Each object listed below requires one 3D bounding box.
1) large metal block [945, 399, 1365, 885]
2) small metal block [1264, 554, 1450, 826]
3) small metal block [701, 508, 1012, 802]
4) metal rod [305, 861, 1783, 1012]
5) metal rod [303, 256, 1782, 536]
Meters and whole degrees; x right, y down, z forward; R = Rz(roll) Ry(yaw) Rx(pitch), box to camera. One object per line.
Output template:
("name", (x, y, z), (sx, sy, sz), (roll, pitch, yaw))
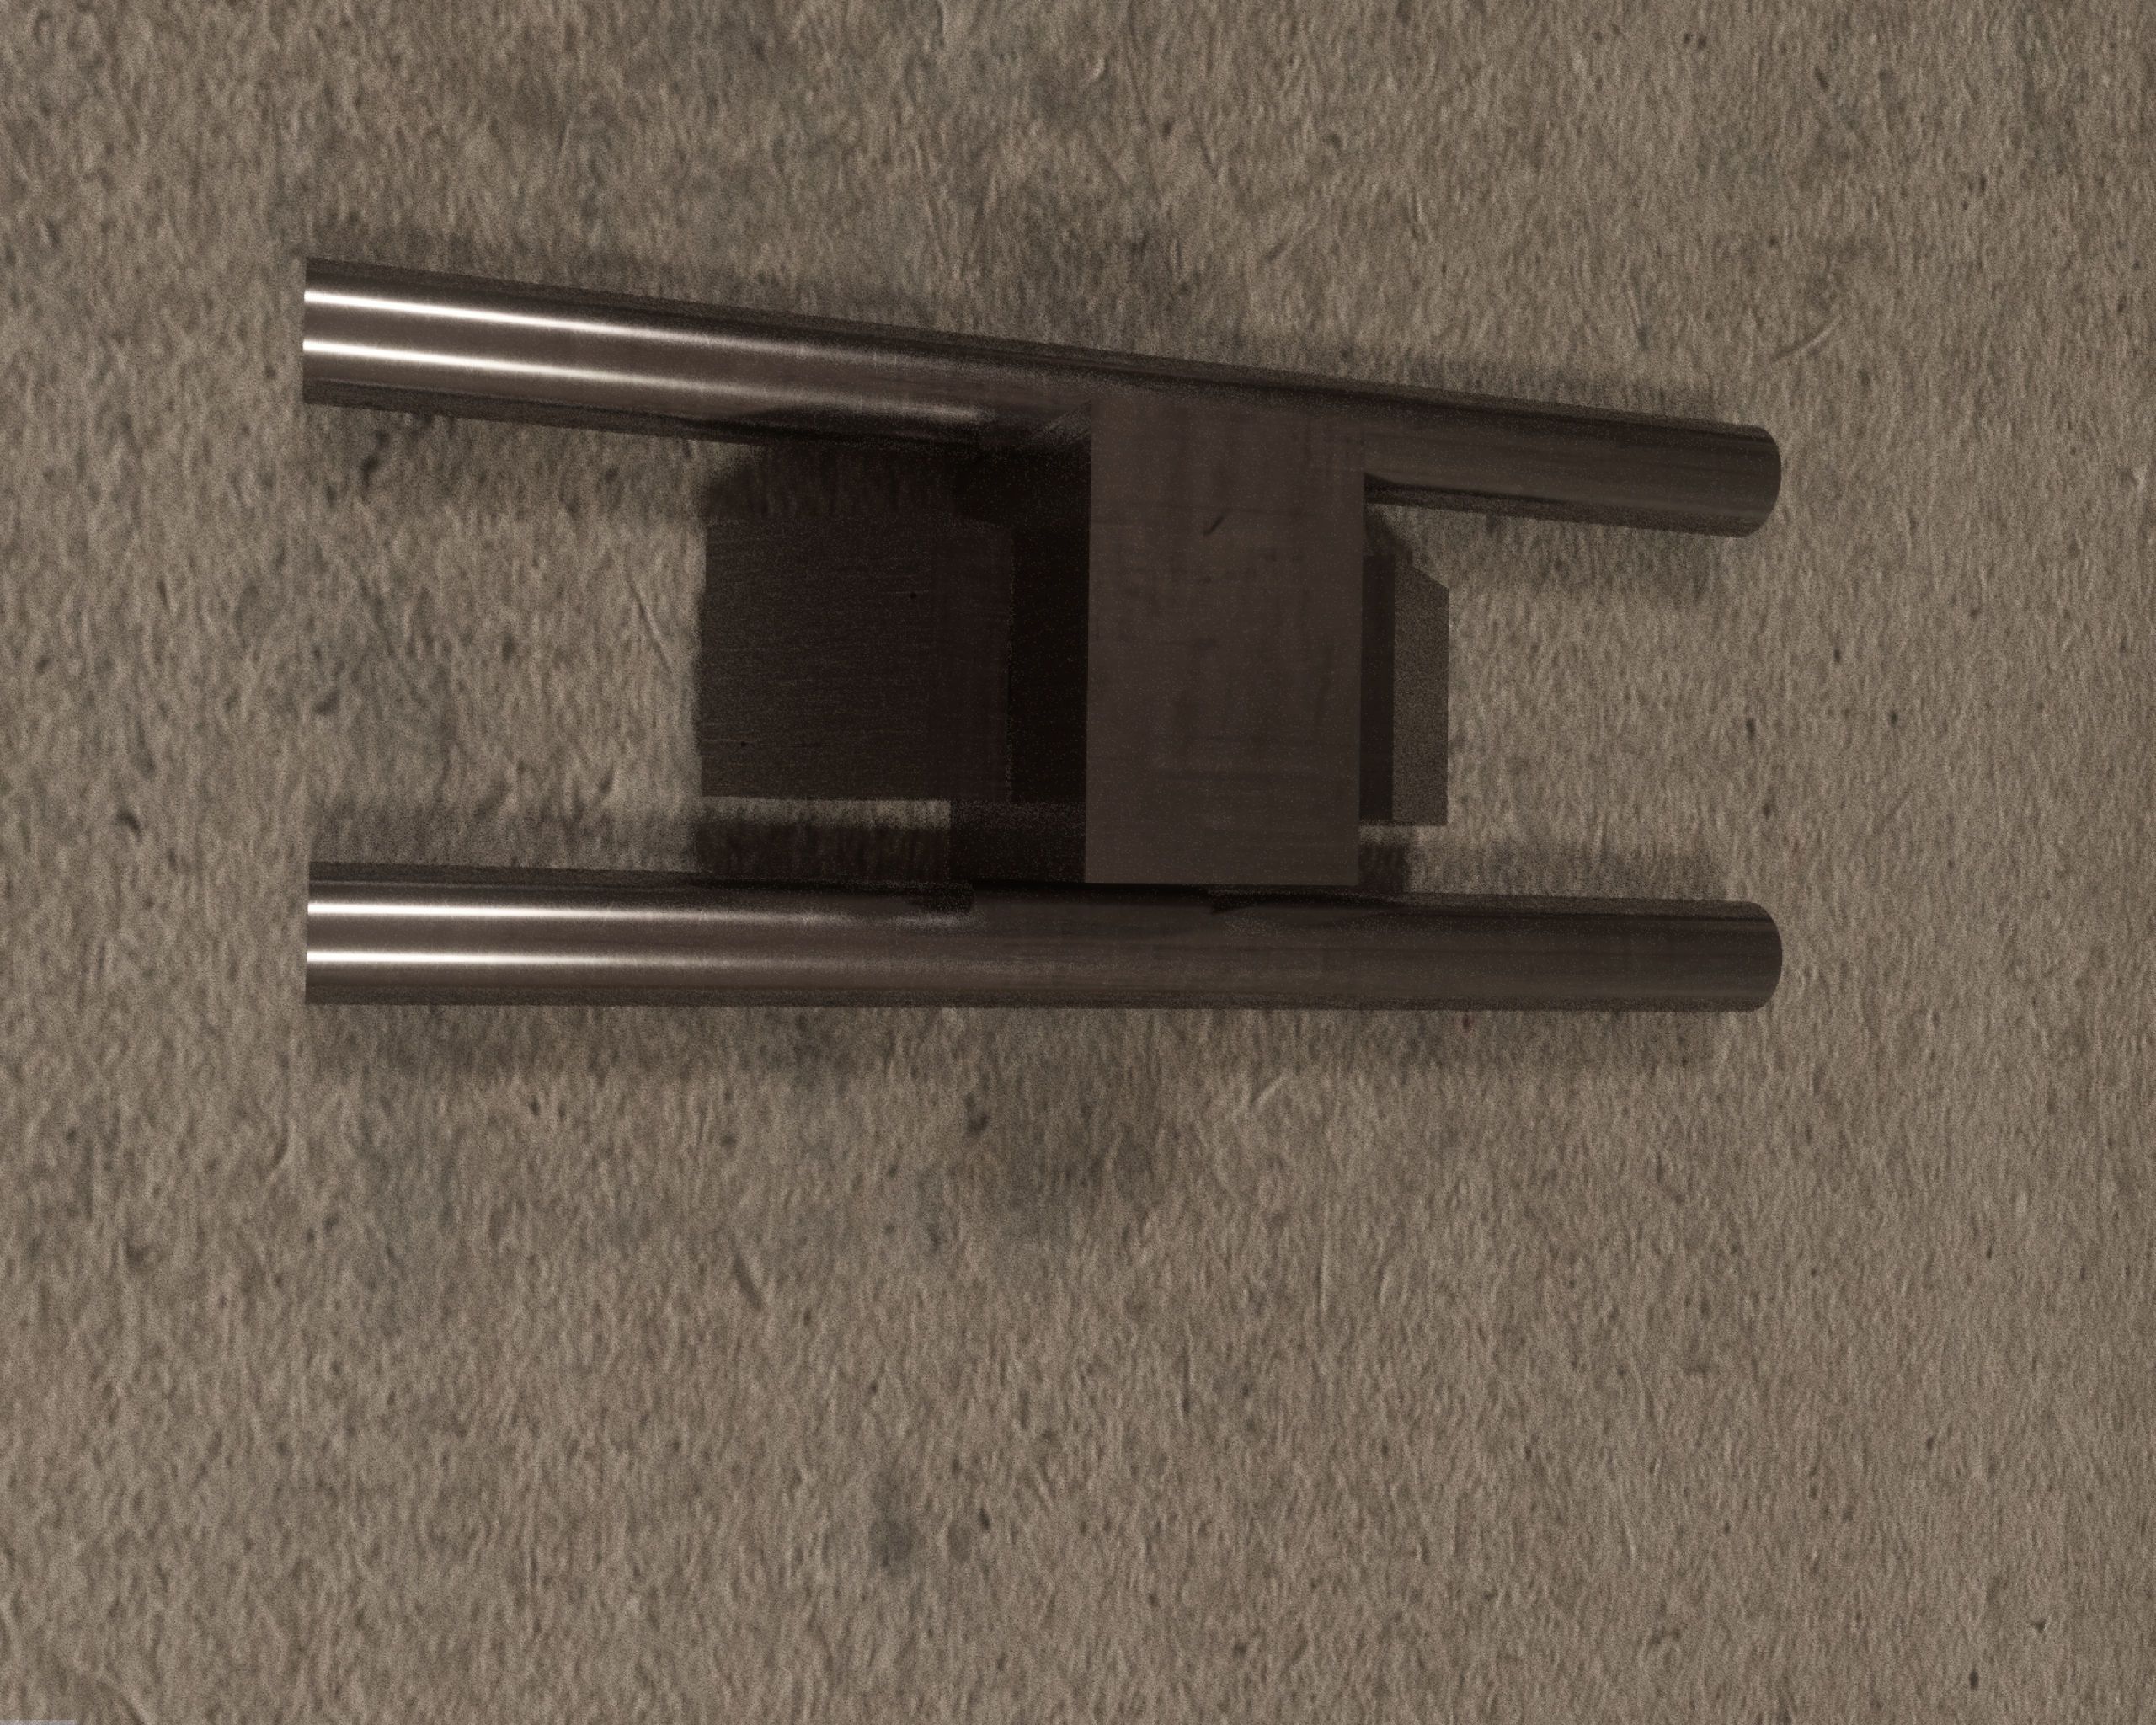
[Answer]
("large metal block", (0.011, -0.036, 0.388), (0.050, 0.080, 0.079), (1, 90, -20))
("small metal block", (0.057, -0.033, 0.418), (0.025, 0.050, 0.050), (0, 89, 21))
("small metal block", (-0.041, -0.036, 0.381), (0.025, 0.050, 0.050), (1, 90, -60))
("metal rod", (0.008, 0.017, 0.414), (0.303, 0.025, 0.025), (2, 90, -21))
("metal rod", (0.008, -0.089, 0.414), (0.303, 0.025, 0.025), (1, 90, -21))
